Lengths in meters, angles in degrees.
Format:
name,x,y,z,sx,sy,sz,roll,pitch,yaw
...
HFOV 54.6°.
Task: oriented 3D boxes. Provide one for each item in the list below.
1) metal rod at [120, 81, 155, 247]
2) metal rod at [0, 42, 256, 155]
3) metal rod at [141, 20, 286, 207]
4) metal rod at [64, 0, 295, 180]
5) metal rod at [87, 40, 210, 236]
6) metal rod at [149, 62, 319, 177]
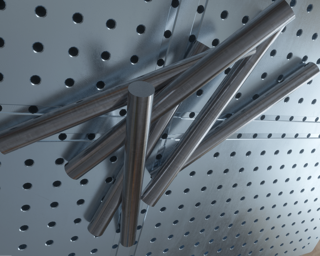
name,x,y,z,sx,sy,sz,roll,pitch,yaw
metal rod,-0.034,0.071,0.391,0.025,0.025,0.298,-13,137,-21
metal rod,-0.031,-0.041,0.347,0.301,0.025,0.025,-23,127,-7
metal rod,0.069,-0.021,0.418,0.025,0.025,0.299,32,95,-38
metal rod,0.007,-0.031,0.341,0.300,0.025,0.025,-36,131,17
metal rod,-0.020,0.024,0.414,0.025,0.025,0.299,20,108,-36
metal rod,0.115,-0.009,0.467,0.301,0.025,0.025,-34,129,-6
